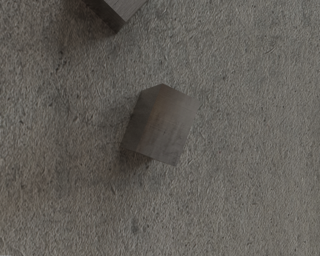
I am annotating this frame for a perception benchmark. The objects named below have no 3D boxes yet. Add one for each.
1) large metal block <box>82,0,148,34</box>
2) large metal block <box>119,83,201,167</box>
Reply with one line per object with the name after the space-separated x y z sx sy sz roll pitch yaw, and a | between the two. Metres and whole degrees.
-0.052 -0.178 0.376 0.080 0.050 0.080 42 77 -15 | large metal block
-0.003 -0.003 0.378 0.050 0.080 0.080 23 82 -19 | large metal block
